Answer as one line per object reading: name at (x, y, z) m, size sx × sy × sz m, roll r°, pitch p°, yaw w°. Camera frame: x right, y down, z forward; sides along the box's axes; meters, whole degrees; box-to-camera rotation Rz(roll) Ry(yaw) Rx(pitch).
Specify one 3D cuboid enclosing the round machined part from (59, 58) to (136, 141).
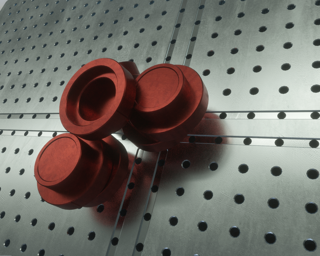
round machined part at (-0.069, -0.031, 0.371) m, size 0.098 × 0.042 × 0.098 m, roll -12°, pitch 64°, yaw 27°

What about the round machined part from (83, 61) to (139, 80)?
round machined part at (-0.072, -0.054, 0.445) m, size 0.098 × 0.098 × 0.042 m, roll -25°, pitch 88°, yaw 13°

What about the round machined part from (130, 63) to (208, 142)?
round machined part at (0.003, -0.037, 0.364) m, size 0.098 × 0.042 × 0.098 m, roll -13°, pitch 55°, yaw 20°

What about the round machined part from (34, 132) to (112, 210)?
round machined part at (-0.111, 0.045, 0.374) m, size 0.098 × 0.042 × 0.098 m, roll -13°, pitch 56°, yaw 21°

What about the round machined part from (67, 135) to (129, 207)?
round machined part at (-0.093, 0.047, 0.392) m, size 0.098 × 0.042 × 0.098 m, roll -13°, pitch 56°, yaw 21°

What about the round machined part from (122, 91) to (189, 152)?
round machined part at (-0.007, -0.023, 0.389) m, size 0.098 × 0.042 × 0.098 m, roll -13°, pitch 56°, yaw 21°
